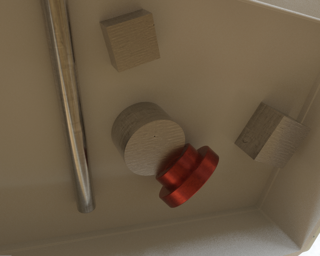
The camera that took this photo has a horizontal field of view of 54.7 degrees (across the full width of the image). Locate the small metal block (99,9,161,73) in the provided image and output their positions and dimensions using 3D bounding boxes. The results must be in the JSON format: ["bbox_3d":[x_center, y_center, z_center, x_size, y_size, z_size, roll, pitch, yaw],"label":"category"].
[{"bbox_3d":[-0.031,-0.094,0.334,0.050,0.025,0.050,-23,127,-15],"label":"small metal block"}]

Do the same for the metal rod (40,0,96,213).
[{"bbox_3d":[-0.098,-0.020,0.343,0.025,0.025,0.298,-13,124,-22],"label":"metal rod"}]

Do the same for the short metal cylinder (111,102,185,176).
[{"bbox_3d":[-0.016,0.013,0.394,0.081,0.050,0.079,-14,125,-21],"label":"short metal cylinder"}]

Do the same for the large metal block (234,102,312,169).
[{"bbox_3d":[0.183,0.014,0.504,0.081,0.050,0.080,18,109,-36],"label":"large metal block"}]

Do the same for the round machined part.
[{"bbox_3d":[0.032,0.059,0.430,0.042,0.098,0.098,44,94,-4],"label":"round machined part"}]
